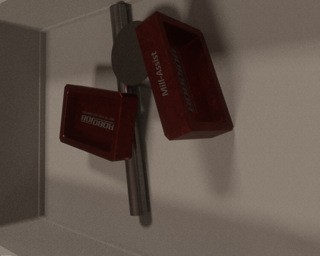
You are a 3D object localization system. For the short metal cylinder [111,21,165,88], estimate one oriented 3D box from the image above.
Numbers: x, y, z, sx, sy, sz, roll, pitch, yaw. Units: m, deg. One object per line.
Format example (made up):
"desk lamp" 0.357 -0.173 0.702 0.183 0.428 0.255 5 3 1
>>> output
"short metal cylinder" -0.017 -0.093 0.403 0.080 0.050 0.079 0 90 39

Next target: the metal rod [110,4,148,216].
"metal rod" -0.045 -0.029 0.441 0.025 0.025 0.298 -10 83 39

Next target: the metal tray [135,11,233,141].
"metal tray" 0.028 -0.053 0.339 0.030 0.091 0.129 -25 75 37

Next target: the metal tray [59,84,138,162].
"metal tray" -0.092 -0.011 0.443 0.130 0.030 0.089 14 99 39

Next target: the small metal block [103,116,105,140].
"small metal block" -0.076 0.007 0.467 0.050 0.025 0.050 15 99 38
